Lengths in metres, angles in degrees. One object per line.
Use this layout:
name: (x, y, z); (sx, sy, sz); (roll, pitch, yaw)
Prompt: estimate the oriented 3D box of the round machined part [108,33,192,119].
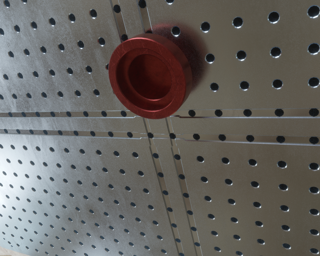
round machined part: (-0.008, -0.063, 0.366); (0.098, 0.042, 0.097); (13, 124, 21)
